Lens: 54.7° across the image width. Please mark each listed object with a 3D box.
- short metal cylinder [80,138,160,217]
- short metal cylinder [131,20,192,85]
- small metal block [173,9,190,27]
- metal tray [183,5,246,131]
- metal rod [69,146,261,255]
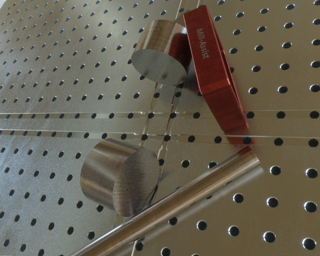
[{"bbox_3d":[-0.045,0.056,0.362,0.050,0.080,0.080,15,70,34],"label":"short metal cylinder"},{"bbox_3d":[0.006,-0.103,0.433,0.080,0.080,0.050,7,65,31],"label":"short metal cylinder"},{"bbox_3d":[0.041,-0.148,0.478,0.050,0.025,0.050,-39,51,2],"label":"small metal block"},{"bbox_3d":[0.066,-0.073,0.376,0.030,0.090,0.130,-19,54,18],"label":"metal tray"},{"bbox_3d":[-0.023,0.110,0.352,0.300,0.025,0.025,-33,52,6],"label":"metal rod"}]
